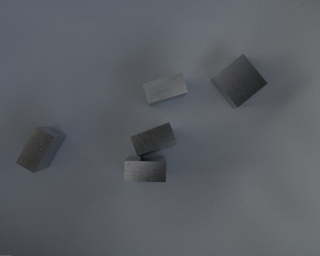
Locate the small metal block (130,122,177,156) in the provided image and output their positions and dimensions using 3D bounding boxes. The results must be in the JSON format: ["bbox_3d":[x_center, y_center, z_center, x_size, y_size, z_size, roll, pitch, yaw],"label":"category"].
[{"bbox_3d":[-0.007,0.017,0.397,0.050,0.050,0.025,-21,82,-1],"label":"small metal block"}]

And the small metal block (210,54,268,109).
[{"bbox_3d":[0.104,-0.061,0.413,0.050,0.025,0.050,-39,91,0],"label":"small metal block"}]

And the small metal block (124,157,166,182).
[{"bbox_3d":[-0.018,0.052,0.399,0.050,0.050,0.025,1,91,0],"label":"small metal block"}]

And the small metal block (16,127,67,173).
[{"bbox_3d":[-0.150,0.026,0.397,0.025,0.050,0.050,29,90,0],"label":"small metal block"}]

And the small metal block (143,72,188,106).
[{"bbox_3d":[0.007,-0.049,0.399,0.050,0.050,0.025,-16,90,0],"label":"small metal block"}]
